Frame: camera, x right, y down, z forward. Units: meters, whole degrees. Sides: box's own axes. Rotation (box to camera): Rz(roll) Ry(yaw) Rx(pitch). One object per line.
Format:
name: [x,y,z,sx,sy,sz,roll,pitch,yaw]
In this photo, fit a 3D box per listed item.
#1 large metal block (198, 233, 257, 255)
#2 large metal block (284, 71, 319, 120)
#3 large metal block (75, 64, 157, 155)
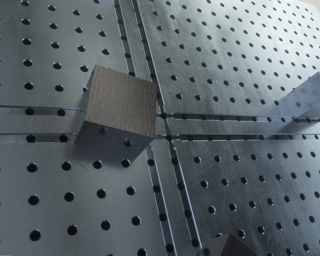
large metal block: [0.076,0.174,0.329,0.080,0.050,0.080,40,51,-1]
large metal block: [0.296,-0.056,0.570,0.081,0.080,0.050,1,62,-28]
large metal block: [-0.052,-0.020,0.378,0.081,0.050,0.080,15,56,-20]
